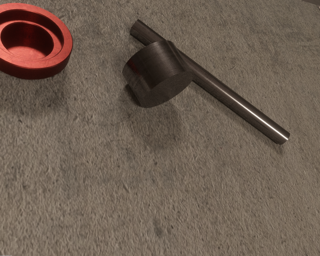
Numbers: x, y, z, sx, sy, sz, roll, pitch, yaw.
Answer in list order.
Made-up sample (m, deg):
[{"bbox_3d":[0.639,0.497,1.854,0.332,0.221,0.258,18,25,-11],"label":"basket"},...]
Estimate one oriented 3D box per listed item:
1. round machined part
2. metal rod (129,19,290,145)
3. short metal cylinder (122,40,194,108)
[{"bbox_3d":[-0.158,-0.097,0.367,0.099,0.042,0.098,14,56,-21],"label":"round machined part"},{"bbox_3d":[0.081,-0.070,0.492,0.301,0.025,0.025,36,51,-5],"label":"metal rod"},{"bbox_3d":[-0.002,-0.070,0.411,0.081,0.080,0.050,-21,74,-36],"label":"short metal cylinder"}]
